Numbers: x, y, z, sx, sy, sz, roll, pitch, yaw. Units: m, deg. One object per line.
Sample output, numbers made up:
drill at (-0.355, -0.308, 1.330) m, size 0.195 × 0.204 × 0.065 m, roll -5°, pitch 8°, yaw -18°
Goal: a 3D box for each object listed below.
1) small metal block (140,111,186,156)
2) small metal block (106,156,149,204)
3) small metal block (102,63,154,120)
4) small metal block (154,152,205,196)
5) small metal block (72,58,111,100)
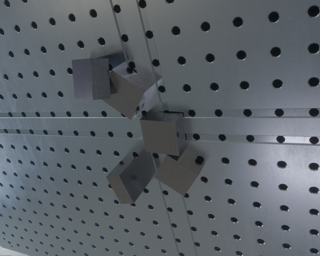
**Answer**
small metal block at (0.005, 0.007, 0.413) m, size 0.050 × 0.025 × 0.050 m, roll 5°, pitch 121°, yaw 25°
small metal block at (-0.048, 0.079, 0.469) m, size 0.025 × 0.050 × 0.050 m, roll -11°, pitch 113°, yaw 33°
small metal block at (-0.044, -0.047, 0.406) m, size 0.050 × 0.025 × 0.050 m, roll 35°, pitch 129°, yaw 5°
small metal block at (0.026, 0.060, 0.435) m, size 0.050 × 0.025 × 0.050 m, roll 32°, pitch 129°, yaw 7°
small metal block at (-0.089, -0.063, 0.400) m, size 0.050 × 0.025 × 0.050 m, roll 11°, pitch 106°, yaw 48°
